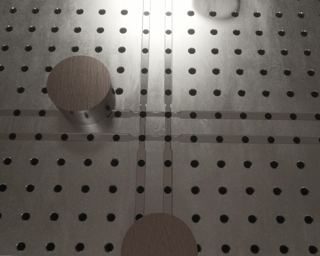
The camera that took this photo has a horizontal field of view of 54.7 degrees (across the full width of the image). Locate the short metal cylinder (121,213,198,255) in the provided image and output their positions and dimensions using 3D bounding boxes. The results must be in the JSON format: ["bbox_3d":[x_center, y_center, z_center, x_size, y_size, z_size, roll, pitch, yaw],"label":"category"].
[{"bbox_3d":[-0.001,0.138,0.348,0.081,0.050,0.080,0,70,0],"label":"short metal cylinder"}]

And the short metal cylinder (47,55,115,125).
[{"bbox_3d":[-0.103,-0.049,0.415,0.081,0.050,0.080,0,70,0],"label":"short metal cylinder"}]
